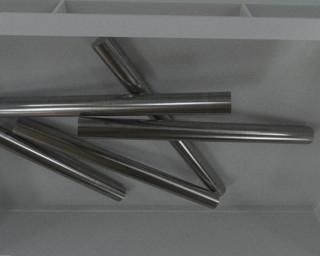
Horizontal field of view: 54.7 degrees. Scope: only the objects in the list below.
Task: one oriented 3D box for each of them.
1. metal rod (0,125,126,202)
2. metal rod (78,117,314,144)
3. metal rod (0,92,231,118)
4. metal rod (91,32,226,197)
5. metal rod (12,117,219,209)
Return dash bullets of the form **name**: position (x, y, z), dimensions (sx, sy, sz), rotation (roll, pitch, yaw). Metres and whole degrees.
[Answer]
- **metal rod**: position (-0.172, 0.034, 0.426), dimensions (0.301, 0.025, 0.025), rotation (34, 122, -29)
- **metal rod**: position (0.054, 0.005, 0.388), dimensions (0.302, 0.025, 0.025), rotation (2, 131, -13)
- **metal rod**: position (-0.072, -0.026, 0.360), dimensions (0.301, 0.025, 0.025), rotation (0, 131, 10)
- **metal rod**: position (0.015, 0.003, 0.412), dimensions (0.025, 0.025, 0.300), rotation (-25, 126, 19)
- **metal rod**: position (-0.051, 0.054, 0.437), dimensions (0.302, 0.025, 0.025), rotation (23, 126, -13)
